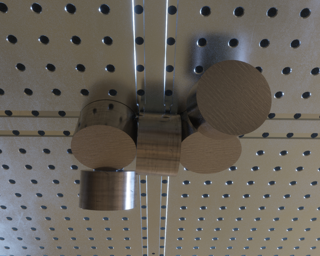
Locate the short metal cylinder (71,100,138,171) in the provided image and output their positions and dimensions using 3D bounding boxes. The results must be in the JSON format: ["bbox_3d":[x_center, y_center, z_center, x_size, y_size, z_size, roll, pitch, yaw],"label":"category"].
[{"bbox_3d":[-0.070,0.011,0.402,0.081,0.050,0.079,0,130,0],"label":"short metal cylinder"}]

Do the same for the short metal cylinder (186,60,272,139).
[{"bbox_3d":[0.074,-0.029,0.343,0.081,0.080,0.050,7,171,-6],"label":"short metal cylinder"}]

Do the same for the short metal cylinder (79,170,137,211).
[{"bbox_3d":[-0.073,0.085,0.440,0.081,0.050,0.080,1,174,0],"label":"short metal cylinder"}]

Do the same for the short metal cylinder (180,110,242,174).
[{"bbox_3d":[0.062,0.015,0.408,0.081,0.050,0.079,0,130,0],"label":"short metal cylinder"}]

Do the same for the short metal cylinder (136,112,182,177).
[{"bbox_3d":[-0.003,0.021,0.393,0.050,0.080,0.079,4,130,-4],"label":"short metal cylinder"}]
